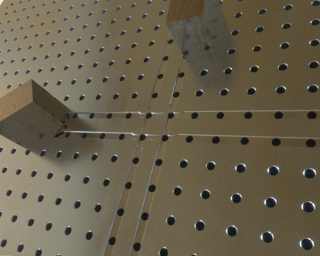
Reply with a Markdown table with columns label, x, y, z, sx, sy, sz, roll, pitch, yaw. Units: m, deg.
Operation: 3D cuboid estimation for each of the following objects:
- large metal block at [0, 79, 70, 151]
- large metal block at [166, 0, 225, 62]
| label | x | y | z | sx | sy | sz | roll | pitch | yaw |
| --- | --- | --- | --- | --- | --- | --- | --- | --- | --- |
| large metal block | -0.204 | -0.018 | 0.489 | 0.080 | 0.080 | 0.050 | -29 | 52 | 10 |
| large metal block | 0.053 | -0.153 | 0.438 | 0.050 | 0.080 | 0.080 | -3 | 61 | 26 |
